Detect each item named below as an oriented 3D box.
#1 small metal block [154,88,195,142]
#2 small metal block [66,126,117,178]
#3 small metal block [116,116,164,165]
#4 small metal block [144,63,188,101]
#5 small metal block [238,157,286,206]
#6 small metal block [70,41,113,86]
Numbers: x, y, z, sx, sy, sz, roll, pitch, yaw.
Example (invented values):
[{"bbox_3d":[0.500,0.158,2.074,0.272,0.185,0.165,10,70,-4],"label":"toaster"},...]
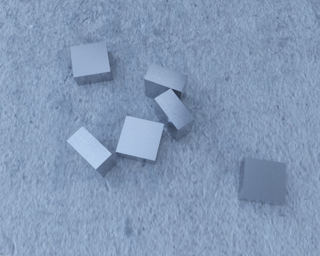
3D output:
[{"bbox_3d":[0.017,-0.015,0.401,0.025,0.050,0.050,-33,74,-11],"label":"small metal block"},{"bbox_3d":[-0.083,0.031,0.383,0.050,0.050,0.025,41,75,13],"label":"small metal block"},{"bbox_3d":[-0.025,0.016,0.402,0.050,0.025,0.050,13,70,4],"label":"small metal block"},{"bbox_3d":[0.008,-0.056,0.415,0.050,0.050,0.025,20,71,7],"label":"small metal block"},{"bbox_3d":[0.127,0.067,0.385,0.050,0.025,0.050,9,70,3],"label":"small metal block"},{"bbox_3d":[-0.097,-0.092,0.440,0.050,0.025,0.050,-10,70,-4],"label":"small metal block"}]
